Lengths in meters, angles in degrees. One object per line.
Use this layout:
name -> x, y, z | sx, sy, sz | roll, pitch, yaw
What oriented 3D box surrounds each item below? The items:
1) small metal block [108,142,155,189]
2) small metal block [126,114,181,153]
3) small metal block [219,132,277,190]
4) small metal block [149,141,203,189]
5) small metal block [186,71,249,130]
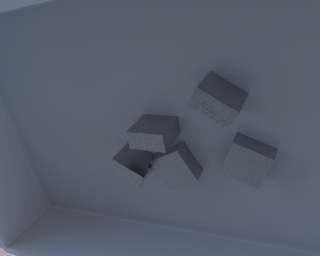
small metal block -> -0.037, 0.051, 0.442 | 0.050, 0.050, 0.025 | 30, 128, 9
small metal block -> -0.007, 0.006, 0.399 | 0.050, 0.050, 0.025 | 5, 121, 25
small metal block -> 0.107, 0.040, 0.377 | 0.050, 0.025, 0.050 | 24, 127, 13
small metal block -> 0.023, 0.052, 0.428 | 0.050, 0.025, 0.050 | -25, 105, 36
small metal block -> 0.064, -0.032, 0.339 | 0.050, 0.050, 0.025 | 32, 128, 7
